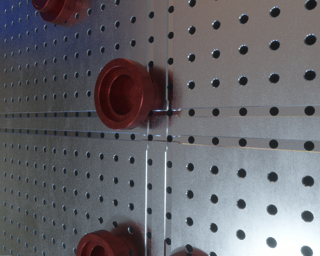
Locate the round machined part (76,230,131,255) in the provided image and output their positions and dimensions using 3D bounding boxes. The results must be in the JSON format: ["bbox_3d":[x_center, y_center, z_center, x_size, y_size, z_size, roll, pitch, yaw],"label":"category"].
[{"bbox_3d":[-0.080,0.202,0.466,0.098,0.042,0.097,0,90,40],"label":"round machined part"}]

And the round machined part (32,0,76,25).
[{"bbox_3d":[-0.197,-0.242,0.563,0.098,0.042,0.097,0,90,40],"label":"round machined part"}]

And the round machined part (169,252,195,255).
[{"bbox_3d":[0.025,0.208,0.379,0.098,0.042,0.097,0,90,40],"label":"round machined part"}]

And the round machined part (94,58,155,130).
[{"bbox_3d":[-0.045,-0.046,0.437,0.098,0.042,0.097,0,90,40],"label":"round machined part"}]
